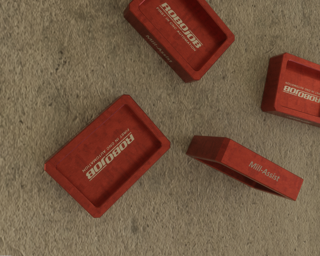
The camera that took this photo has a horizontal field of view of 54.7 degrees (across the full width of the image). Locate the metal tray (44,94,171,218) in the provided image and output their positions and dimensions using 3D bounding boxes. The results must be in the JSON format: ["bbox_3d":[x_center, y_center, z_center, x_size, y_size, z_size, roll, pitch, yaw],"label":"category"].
[{"bbox_3d":[-0.062,0.032,0.383,0.130,0.030,0.090,-44,104,-15],"label":"metal tray"}]

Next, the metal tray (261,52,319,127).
[{"bbox_3d":[0.229,-0.056,0.490,0.131,0.030,0.090,13,86,-20],"label":"metal tray"}]

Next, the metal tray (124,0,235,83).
[{"bbox_3d":[0.028,-0.136,0.416,0.130,0.030,0.090,45,76,-15],"label":"metal tray"}]

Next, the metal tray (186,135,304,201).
[{"bbox_3d":[0.111,0.052,0.415,0.131,0.090,0.030,27,81,-18],"label":"metal tray"}]
